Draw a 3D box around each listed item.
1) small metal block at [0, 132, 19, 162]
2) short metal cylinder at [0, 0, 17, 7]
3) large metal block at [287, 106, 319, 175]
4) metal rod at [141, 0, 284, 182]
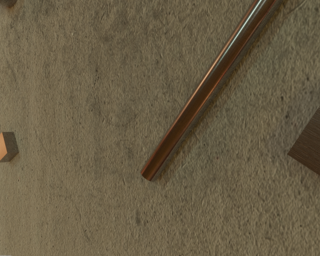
[{"bbox_3d":[-0.338,0.042,0.679,0.050,0.025,0.050,-35,69,34],"label":"small metal block"},{"bbox_3d":[-0.346,-0.309,0.669,0.080,0.050,0.079,0,90,39],"label":"short metal cylinder"},{"bbox_3d":[0.168,0.010,0.250,0.080,0.050,0.079,39,114,33],"label":"large metal block"},{"bbox_3d":[0.059,-0.052,0.354,0.025,0.025,0.298,47,118,29],"label":"metal rod"}]
